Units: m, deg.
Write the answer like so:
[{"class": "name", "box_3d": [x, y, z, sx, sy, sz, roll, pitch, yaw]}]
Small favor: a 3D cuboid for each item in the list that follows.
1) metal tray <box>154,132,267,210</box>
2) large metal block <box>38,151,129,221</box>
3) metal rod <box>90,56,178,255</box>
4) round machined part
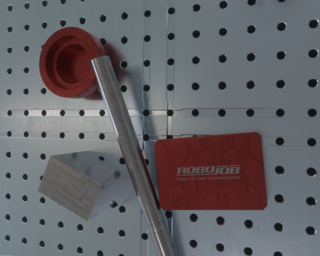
[{"class": "metal tray", "box_3d": [0.062, 0.054, 0.388, 0.130, 0.030, 0.089, -5, 88, 19]}, {"class": "large metal block", "box_3d": [-0.099, 0.073, 0.418, 0.080, 0.080, 0.050, 25, 98, 18]}, {"class": "metal rod", "box_3d": [-0.029, 0.053, 0.402, 0.025, 0.025, 0.298, -18, 92, 19]}, {"class": "round machined part", "box_3d": [-0.120, -0.091, 0.446, 0.098, 0.042, 0.097, 0, 90, 19]}]
